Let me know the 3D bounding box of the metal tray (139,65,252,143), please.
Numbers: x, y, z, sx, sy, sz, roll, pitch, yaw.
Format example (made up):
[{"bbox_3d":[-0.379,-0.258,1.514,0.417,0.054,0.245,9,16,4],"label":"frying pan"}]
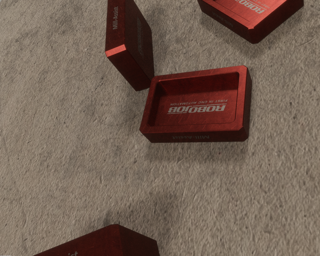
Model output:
[{"bbox_3d":[0.045,-0.028,0.393,0.130,0.030,0.090,-2,61,26],"label":"metal tray"}]

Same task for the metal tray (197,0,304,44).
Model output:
[{"bbox_3d":[0.125,-0.186,0.448,0.090,0.030,0.130,-39,51,1],"label":"metal tray"}]

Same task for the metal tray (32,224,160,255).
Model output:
[{"bbox_3d":[-0.075,0.142,0.312,0.130,0.090,0.030,-25,53,12],"label":"metal tray"}]

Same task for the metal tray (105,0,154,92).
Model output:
[{"bbox_3d":[-0.043,-0.131,0.463,0.030,0.090,0.130,-17,55,19],"label":"metal tray"}]
